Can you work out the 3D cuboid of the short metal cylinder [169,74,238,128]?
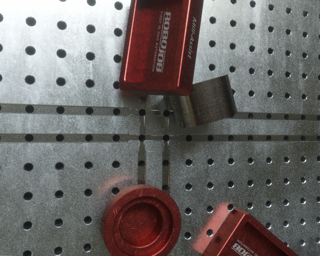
[{"bbox_3d":[0.055,-0.035,0.405,0.081,0.080,0.050,-18,97,-19],"label":"short metal cylinder"}]

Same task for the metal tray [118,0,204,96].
[{"bbox_3d":[0.000,-0.106,0.378,0.030,0.090,0.129,12,85,-54],"label":"metal tray"}]

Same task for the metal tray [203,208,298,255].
[{"bbox_3d":[0.139,0.194,0.463,0.130,0.030,0.090,41,77,-16],"label":"metal tray"}]

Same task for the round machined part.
[{"bbox_3d":[-0.026,0.120,0.395,0.099,0.042,0.097,0,90,-21],"label":"round machined part"}]
